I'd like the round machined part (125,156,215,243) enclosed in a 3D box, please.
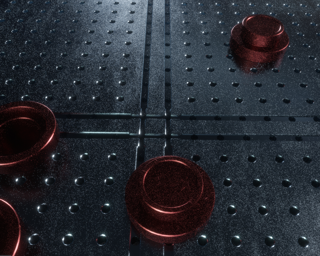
[{"bbox_3d":[0.011,0.070,0.338,0.099,0.042,0.098,0,50,0],"label":"round machined part"}]

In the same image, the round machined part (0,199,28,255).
[{"bbox_3d":[-0.177,0.118,0.295,0.099,0.042,0.098,0,50,0],"label":"round machined part"}]

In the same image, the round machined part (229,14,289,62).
[{"bbox_3d":[0.173,-0.160,0.533,0.099,0.042,0.098,0,50,0],"label":"round machined part"}]

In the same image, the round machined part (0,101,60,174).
[{"bbox_3d":[-0.173,0.016,0.381,0.099,0.042,0.098,0,50,0],"label":"round machined part"}]
